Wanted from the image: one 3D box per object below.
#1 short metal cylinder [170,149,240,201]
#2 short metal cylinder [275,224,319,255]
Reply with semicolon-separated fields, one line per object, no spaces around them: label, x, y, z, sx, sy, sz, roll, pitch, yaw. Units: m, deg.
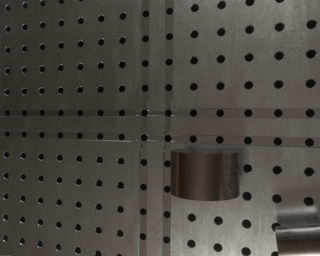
short metal cylinder;0.053;0.052;0.364;0.080;0.080;0.050;1;90;19
short metal cylinder;0.156;0.145;0.329;0.050;0.080;0.080;-10;87;19
